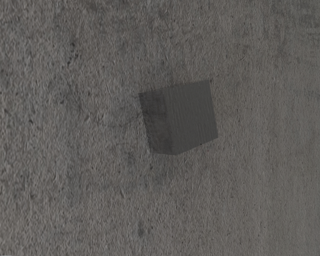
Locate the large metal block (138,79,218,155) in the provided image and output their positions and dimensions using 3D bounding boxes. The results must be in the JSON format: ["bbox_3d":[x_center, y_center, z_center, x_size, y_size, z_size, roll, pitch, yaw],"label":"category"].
[{"bbox_3d":[0.026,-0.016,0.409,0.081,0.050,0.080,-18,102,-38],"label":"large metal block"}]
